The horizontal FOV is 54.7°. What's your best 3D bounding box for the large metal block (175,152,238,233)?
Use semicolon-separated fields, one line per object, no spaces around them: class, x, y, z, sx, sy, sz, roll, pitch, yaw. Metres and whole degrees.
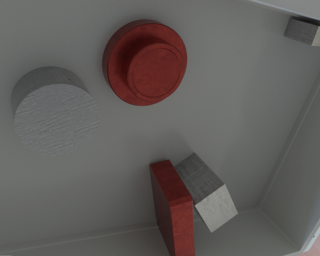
large metal block;0.065;0.097;0.471;0.050;0.080;0.080;-34;129;-6

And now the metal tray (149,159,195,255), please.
metal tray;0.018;0.123;0.448;0.030;0.090;0.129;-14;122;-13

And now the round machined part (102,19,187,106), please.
round machined part;-0.012;-0.068;0.350;0.099;0.042;0.097;-14;125;-21

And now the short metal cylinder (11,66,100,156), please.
short metal cylinder;-0.109;-0.018;0.323;0.081;0.050;0.079;-14;125;-21

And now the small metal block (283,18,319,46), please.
small metal block;0.212;-0.132;0.429;0.050;0.050;0.025;-4;121;-27
